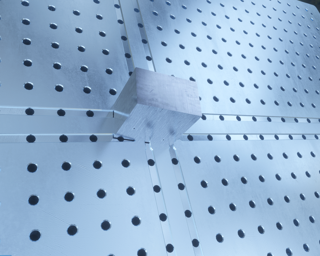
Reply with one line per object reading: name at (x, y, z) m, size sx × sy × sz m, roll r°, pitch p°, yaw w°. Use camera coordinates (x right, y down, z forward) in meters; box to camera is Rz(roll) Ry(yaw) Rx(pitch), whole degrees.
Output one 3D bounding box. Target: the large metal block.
large metal block at (-0.006, -0.023, 0.385) m, size 0.081 × 0.080 × 0.050 m, roll 10°, pitch 58°, yaw -24°
